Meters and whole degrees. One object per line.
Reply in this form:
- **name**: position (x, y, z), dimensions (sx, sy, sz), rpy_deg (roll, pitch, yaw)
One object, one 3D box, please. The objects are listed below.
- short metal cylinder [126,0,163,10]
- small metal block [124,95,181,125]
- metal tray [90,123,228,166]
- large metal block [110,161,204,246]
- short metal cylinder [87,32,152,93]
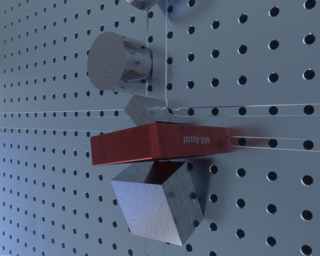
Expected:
- **short metal cylinder**: position (-0.016, -0.197, 0.387), dimensions (0.050, 0.081, 0.080), rpy_deg (-18, 78, 38)
- **small metal block**: position (-0.010, -0.015, 0.400), dimensions (0.050, 0.050, 0.025), rpy_deg (50, 116, 29)
- **metal tray**: position (0.003, 0.019, 0.337), dimensions (0.090, 0.131, 0.030), rpy_deg (-12, 81, 39)
- **large metal block**: position (-0.003, 0.087, 0.378), dimensions (0.080, 0.050, 0.080), rpy_deg (-4, 112, 40)
- **short metal cylinder**: position (-0.058, -0.091, 0.441), dimensions (0.080, 0.050, 0.079), rpy_deg (0, 90, 40)
